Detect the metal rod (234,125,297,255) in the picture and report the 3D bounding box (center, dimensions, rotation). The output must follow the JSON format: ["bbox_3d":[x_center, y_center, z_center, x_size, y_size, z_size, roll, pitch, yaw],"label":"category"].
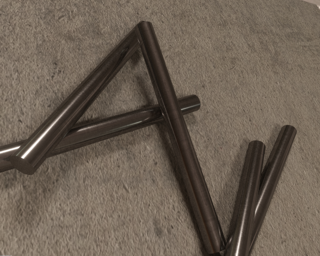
[{"bbox_3d":[0.141,0.093,0.424,0.025,0.025,0.301,41,51,-1],"label":"metal rod"}]

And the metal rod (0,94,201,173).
[{"bbox_3d":[-0.067,0.001,0.367,0.302,0.025,0.025,-18,72,-35],"label":"metal rod"}]

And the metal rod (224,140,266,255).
[{"bbox_3d":[0.094,0.119,0.360,0.025,0.025,0.301,36,44,-5],"label":"metal rod"}]

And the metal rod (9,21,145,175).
[{"bbox_3d":[-0.074,-0.062,0.382,0.025,0.025,0.301,34,45,-7],"label":"metal rod"}]

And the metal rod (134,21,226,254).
[{"bbox_3d":[0.022,0.001,0.389,0.025,0.025,0.299,-9,75,-33],"label":"metal rod"}]
